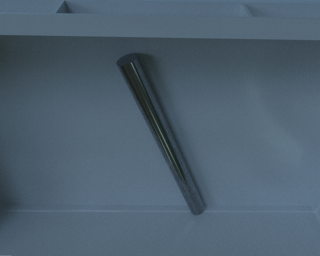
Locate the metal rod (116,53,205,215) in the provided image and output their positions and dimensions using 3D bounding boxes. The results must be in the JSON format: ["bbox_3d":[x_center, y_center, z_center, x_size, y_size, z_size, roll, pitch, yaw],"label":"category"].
[{"bbox_3d":[0.013,0.031,0.435,0.025,0.025,0.299,-16,129,12],"label":"metal rod"}]
